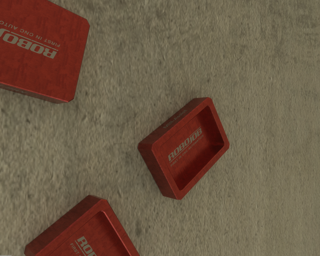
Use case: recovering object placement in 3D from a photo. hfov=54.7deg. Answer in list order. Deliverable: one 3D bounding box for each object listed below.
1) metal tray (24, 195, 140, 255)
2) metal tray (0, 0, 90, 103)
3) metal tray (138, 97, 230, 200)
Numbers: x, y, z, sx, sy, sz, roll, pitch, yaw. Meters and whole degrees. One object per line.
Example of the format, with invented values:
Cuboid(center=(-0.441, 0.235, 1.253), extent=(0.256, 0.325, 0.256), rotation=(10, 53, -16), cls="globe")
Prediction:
Cuboid(center=(-0.072, 0.152, 0.342), extent=(0.091, 0.030, 0.129), rotation=(-39, 114, -33), cls="metal tray")
Cuboid(center=(-0.138, -0.082, 0.287), extent=(0.131, 0.030, 0.090), rotation=(16, 80, -39), cls="metal tray")
Cuboid(center=(0.039, 0.025, 0.436), extent=(0.131, 0.030, 0.090), rotation=(-40, 114, -33), cls="metal tray")
